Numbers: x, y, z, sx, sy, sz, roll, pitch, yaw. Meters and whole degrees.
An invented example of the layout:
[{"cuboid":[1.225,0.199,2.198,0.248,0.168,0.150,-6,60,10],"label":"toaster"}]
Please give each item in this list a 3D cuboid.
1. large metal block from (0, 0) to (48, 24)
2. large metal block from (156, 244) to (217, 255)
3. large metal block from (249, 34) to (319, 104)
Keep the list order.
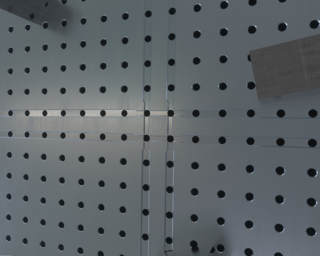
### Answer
[{"cuboid":[-0.230,-0.209,0.466,0.080,0.080,0.050,35,102,16],"label":"large metal block"},{"cuboid":[0.027,0.186,0.374,0.080,0.080,0.050,-17,84,19],"label":"large metal block"},{"cuboid":[0.144,-0.059,0.332,0.080,0.080,0.050,-10,87,20],"label":"large metal block"}]
